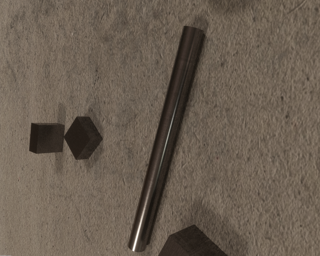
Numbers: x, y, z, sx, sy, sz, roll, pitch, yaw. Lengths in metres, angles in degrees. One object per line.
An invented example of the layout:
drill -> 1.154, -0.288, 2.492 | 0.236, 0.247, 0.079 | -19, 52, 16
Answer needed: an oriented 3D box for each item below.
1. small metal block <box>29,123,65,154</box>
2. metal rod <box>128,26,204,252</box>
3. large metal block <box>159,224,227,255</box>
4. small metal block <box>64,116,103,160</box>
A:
small metal block -> -0.201, 0.017, 0.551 | 0.025, 0.050, 0.050 | 11, 97, 39
metal rod -> 0.004, 0.023, 0.399 | 0.025, 0.025, 0.298 | 23, 104, 37
large metal block -> 0.037, 0.174, 0.356 | 0.080, 0.050, 0.079 | 38, 113, 33
small metal block -> -0.126, 0.016, 0.506 | 0.050, 0.025, 0.050 | -50, 61, 28
